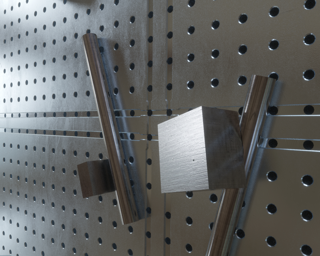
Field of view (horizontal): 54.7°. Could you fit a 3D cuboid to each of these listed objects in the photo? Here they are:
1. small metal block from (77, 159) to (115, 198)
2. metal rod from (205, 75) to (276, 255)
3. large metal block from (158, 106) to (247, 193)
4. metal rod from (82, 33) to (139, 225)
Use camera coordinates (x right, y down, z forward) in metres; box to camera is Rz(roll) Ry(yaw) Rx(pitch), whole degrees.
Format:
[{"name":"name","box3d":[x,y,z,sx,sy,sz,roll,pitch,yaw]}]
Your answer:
[{"name":"small metal block","box3d":[-0.093,0.076,0.470,0.025,0.050,0.050,-22,76,38]},{"name":"metal rod","box3d":[0.077,0.091,0.345,0.025,0.025,0.298,20,102,38]},{"name":"large metal block","box3d":[0.042,0.028,0.338,0.080,0.050,0.080,-22,67,54]},{"name":"metal rod","box3d":[-0.078,-0.006,0.473,0.025,0.025,0.299,-24,75,37]}]
